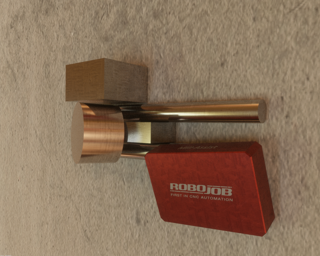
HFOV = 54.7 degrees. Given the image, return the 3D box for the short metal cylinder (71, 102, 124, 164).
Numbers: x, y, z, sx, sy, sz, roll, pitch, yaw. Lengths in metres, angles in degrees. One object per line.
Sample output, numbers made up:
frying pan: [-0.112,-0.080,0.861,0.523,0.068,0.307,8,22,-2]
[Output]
short metal cylinder: [-0.085,0.007,0.412,0.080,0.050,0.080,-8,81,63]

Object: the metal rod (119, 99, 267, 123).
metal rod: [-0.010,-0.020,0.413,0.300,0.025,0.025,1,91,39]

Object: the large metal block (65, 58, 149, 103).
large metal block: [-0.072,-0.061,0.429,0.080,0.081,0.050,1,91,39]

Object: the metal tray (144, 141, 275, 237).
metal tray: [0.050,0.064,0.342,0.130,0.030,0.089,-5,105,38]

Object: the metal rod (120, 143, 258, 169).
metal rod: [-0.014,0.031,0.416,0.300,0.025,0.025,0,90,39]

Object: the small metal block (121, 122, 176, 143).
small metal block: [-0.014,0.005,0.399,0.050,0.050,0.025,1,91,39]
